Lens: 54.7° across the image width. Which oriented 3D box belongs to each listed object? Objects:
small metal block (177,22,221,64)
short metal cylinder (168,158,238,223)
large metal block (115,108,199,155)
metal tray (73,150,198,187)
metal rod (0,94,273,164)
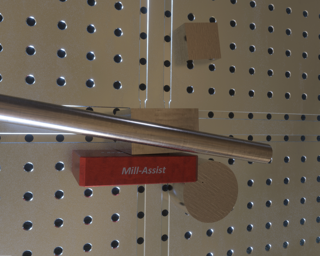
[{"bbox_3d":[0.055,-0.119,0.434,0.050,0.025,0.050,-8,93,-20],"label":"small metal block"},{"bbox_3d":[0.058,0.082,0.422,0.081,0.050,0.079,0,90,-21],"label":"short metal cylinder"},{"bbox_3d":[-0.007,0.003,0.382,0.081,0.080,0.050,-1,91,-20],"label":"large metal block"},{"bbox_3d":[-0.032,0.044,0.367,0.131,0.090,0.030,1,90,-20],"label":"metal tray"},{"bbox_3d":[-0.011,0.006,0.324,0.302,0.025,0.025,10,87,-20],"label":"metal rod"}]
